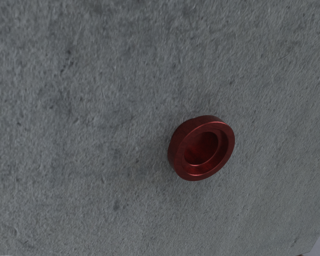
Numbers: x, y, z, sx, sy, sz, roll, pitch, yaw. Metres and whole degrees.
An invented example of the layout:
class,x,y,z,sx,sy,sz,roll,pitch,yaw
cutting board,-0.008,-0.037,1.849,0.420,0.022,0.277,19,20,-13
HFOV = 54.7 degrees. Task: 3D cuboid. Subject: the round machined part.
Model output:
class,x,y,z,sx,sy,sz,roll,pitch,yaw
round machined part,0.054,0.025,0.443,0.099,0.042,0.097,-14,125,-21
